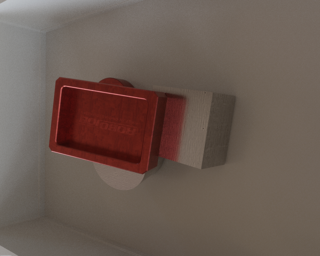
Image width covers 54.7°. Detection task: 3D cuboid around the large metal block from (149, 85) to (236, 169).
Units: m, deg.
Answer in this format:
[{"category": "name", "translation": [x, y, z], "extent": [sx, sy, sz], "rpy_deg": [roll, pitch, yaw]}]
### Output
[{"category": "large metal block", "translation": [0.033, -0.004, 0.358], "extent": [0.080, 0.050, 0.079], "rpy_deg": [13, 98, 39]}]

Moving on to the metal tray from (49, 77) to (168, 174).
[{"category": "metal tray", "translation": [-0.063, -0.006, 0.359], "extent": [0.130, 0.030, 0.089], "rpy_deg": [11, 97, 19]}]

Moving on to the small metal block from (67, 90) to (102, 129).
[{"category": "small metal block", "translation": [-0.108, -0.025, 0.420], "extent": [0.025, 0.050, 0.050], "rpy_deg": [16, 100, 38]}]

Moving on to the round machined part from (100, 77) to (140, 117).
[{"category": "round machined part", "translation": [-0.078, -0.026, 0.455], "extent": [0.098, 0.042, 0.097], "rpy_deg": [0, 90, 39]}]

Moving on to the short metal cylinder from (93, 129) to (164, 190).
[{"category": "short metal cylinder", "translation": [-0.041, 0.034, 0.405], "extent": [0.080, 0.050, 0.079], "rpy_deg": [7, 106, 26]}]
